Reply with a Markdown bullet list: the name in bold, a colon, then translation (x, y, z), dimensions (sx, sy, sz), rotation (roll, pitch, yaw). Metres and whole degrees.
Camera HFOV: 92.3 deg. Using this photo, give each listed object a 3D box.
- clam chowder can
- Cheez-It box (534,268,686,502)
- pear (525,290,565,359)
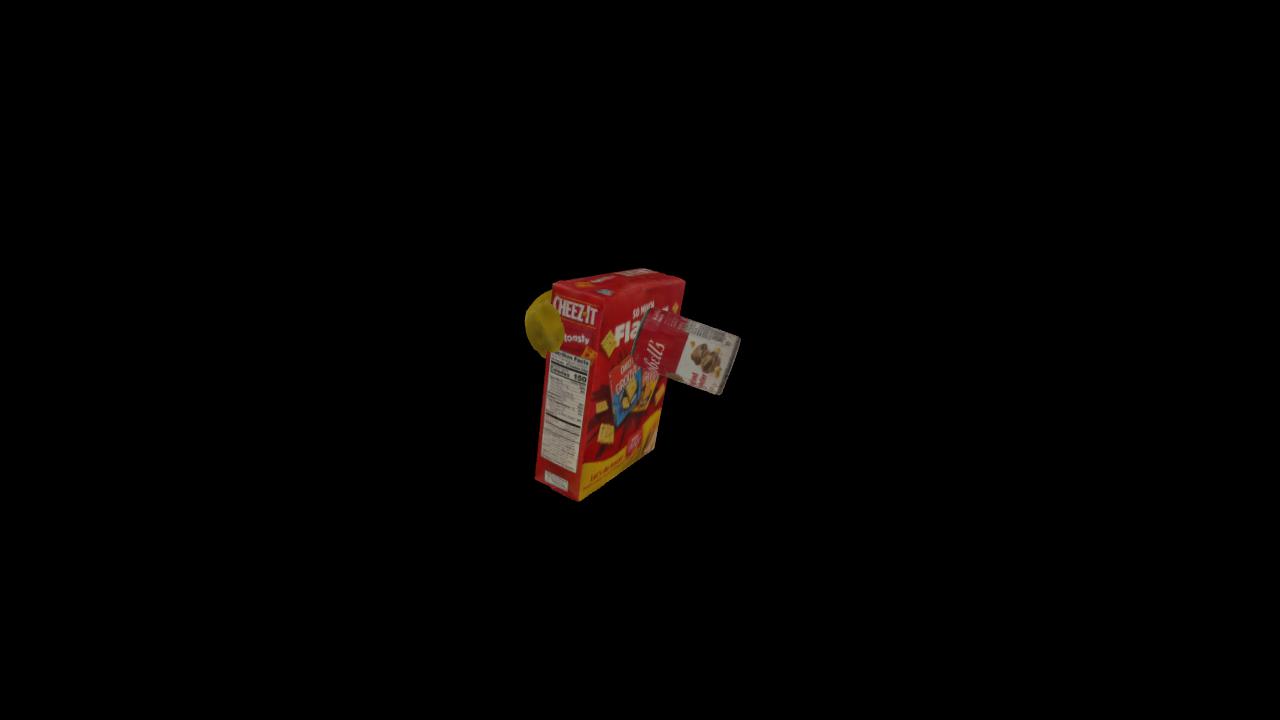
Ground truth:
- **clam chowder can**: translation (0.048, -0.010, 0.648), dimensions (0.102, 0.068, 0.068), rotation (19, 2, 5)
- **Cheez-It box**: translation (-0.032, 0.019, 0.675), dimensions (0.071, 0.223, 0.166), rotation (19, 22, 26)
- **pear**: translation (-0.064, -0.045, 0.642), dimensions (0.080, 0.080, 0.111), rotation (0, 21, 47)
